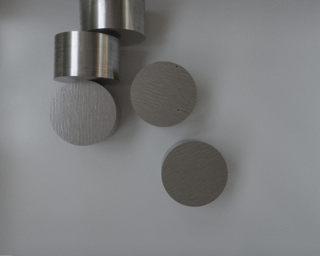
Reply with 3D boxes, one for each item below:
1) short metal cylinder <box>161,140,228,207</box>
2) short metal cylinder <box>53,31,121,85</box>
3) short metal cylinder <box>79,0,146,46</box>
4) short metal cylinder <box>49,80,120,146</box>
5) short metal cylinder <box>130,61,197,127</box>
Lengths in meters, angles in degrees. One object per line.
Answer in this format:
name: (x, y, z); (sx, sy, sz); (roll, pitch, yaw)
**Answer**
short metal cylinder: (0.042, 0.055, 0.400); (0.081, 0.050, 0.079); (0, 90, -1)
short metal cylinder: (-0.089, -0.083, 0.383); (0.081, 0.080, 0.050); (1, 90, -1)
short metal cylinder: (-0.058, -0.136, 0.383); (0.081, 0.080, 0.050); (-1, 90, -1)
short metal cylinder: (-0.093, -0.018, 0.398); (0.081, 0.050, 0.079); (0, 90, -1)
short metal cylinder: (0.004, -0.041, 0.399); (0.081, 0.050, 0.079); (0, 90, -1)
